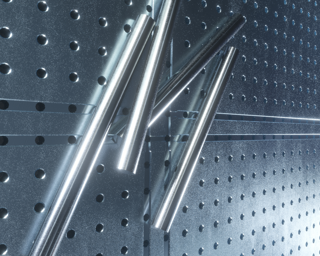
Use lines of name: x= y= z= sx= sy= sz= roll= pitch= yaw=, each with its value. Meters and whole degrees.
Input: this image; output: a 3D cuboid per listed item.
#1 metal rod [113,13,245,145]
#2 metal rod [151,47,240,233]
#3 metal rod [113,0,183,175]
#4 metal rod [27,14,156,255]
metal rod: x=0.042 y=-0.081 z=0.442 sx=0.301 sy=0.025 sz=0.025 roll=-48 pitch=119 yaw=-29
metal rod: x=0.059 y=0.004 z=0.456 sx=0.025 sy=0.025 sz=0.300 roll=38 pitch=67 yaw=-34
metal rod: x=-0.004 y=-0.090 z=0.385 sx=0.025 sy=0.025 sz=0.299 roll=29 pitch=66 yaw=-36
metal rod: x=-0.069 y=-0.002 z=0.350 sx=0.025 sy=0.025 sz=0.300 roll=33 pitch=70 yaw=-35
